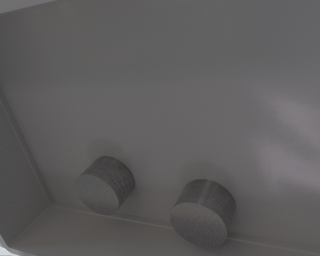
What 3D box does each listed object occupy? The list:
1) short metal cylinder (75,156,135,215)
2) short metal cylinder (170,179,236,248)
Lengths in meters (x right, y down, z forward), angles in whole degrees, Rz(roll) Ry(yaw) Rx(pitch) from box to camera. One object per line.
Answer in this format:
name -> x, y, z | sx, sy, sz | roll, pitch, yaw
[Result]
short metal cylinder -> -0.088, 0.092, 0.496 | 0.080, 0.050, 0.079 | 13, 124, 21
short metal cylinder -> 0.061, 0.119, 0.434 | 0.080, 0.050, 0.079 | 13, 124, 21
